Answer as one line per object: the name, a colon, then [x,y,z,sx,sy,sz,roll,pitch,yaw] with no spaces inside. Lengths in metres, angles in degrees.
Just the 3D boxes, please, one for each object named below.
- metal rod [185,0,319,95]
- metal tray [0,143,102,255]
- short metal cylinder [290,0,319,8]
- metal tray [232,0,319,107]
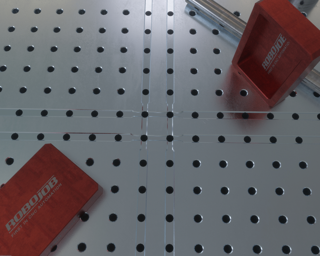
metal rod: [0.160,-0.116,0.454,0.300,0.025,0.025,40,75,13]
metal tray: [-0.146,0.095,0.373,0.090,0.030,0.130,38,74,12]
short metal cylinder: [0.225,-0.238,0.487,0.081,0.050,0.080,0,70,0]
metal tray: [0.143,-0.091,0.390,0.030,0.130,0.090,-34,74,-11]
